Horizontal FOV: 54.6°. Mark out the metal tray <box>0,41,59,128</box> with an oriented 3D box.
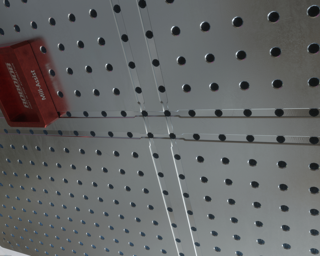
[{"bbox_3d":[-0.223,-0.064,0.486,0.090,0.030,0.129,1,119,28],"label":"metal tray"}]
